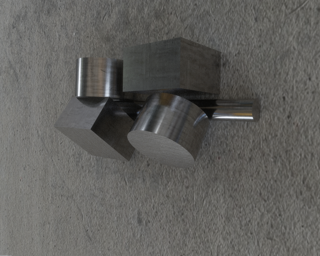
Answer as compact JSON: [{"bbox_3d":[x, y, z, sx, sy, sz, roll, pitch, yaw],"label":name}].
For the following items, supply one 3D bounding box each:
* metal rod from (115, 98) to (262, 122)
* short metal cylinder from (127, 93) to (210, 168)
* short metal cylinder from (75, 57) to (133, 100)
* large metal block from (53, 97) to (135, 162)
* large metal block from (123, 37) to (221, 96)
[{"bbox_3d":[-0.014,-0.025,0.420,0.300,0.025,0.025,3,92,39],"label":"metal rod"},{"bbox_3d":[0.010,0.004,0.354,0.080,0.080,0.050,2,57,40],"label":"short metal cylinder"},{"bbox_3d":[-0.077,-0.067,0.434,0.080,0.081,0.050,5,93,40],"label":"short metal cylinder"},{"bbox_3d":[-0.084,0.001,0.432,0.080,0.080,0.050,4,58,39],"label":"large metal block"},{"bbox_3d":[0.015,-0.065,0.358,0.080,0.081,0.050,2,92,40],"label":"large metal block"}]
